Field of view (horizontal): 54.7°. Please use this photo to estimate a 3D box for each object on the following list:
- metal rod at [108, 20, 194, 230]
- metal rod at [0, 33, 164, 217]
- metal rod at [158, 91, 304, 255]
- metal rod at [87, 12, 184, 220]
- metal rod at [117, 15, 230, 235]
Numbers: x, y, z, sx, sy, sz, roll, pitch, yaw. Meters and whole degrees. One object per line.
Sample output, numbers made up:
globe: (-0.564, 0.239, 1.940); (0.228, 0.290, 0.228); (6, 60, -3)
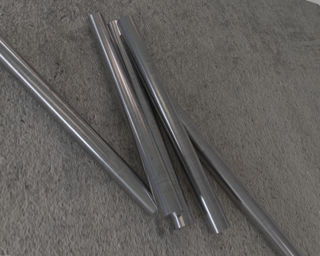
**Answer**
metal rod: (-0.020, -0.019, 0.404); (0.025, 0.025, 0.299); (-6, 65, -31)
metal rod: (-0.110, -0.016, 0.354); (0.300, 0.025, 0.025); (45, 51, 3)
metal rod: (0.080, 0.054, 0.413); (0.025, 0.025, 0.300); (-32, 80, -38)
metal rod: (-0.040, -0.034, 0.385); (0.025, 0.025, 0.299); (-6, 60, -31)
metal rod: (0.012, -0.013, 0.397); (0.025, 0.025, 0.299); (-16, 77, -35)
